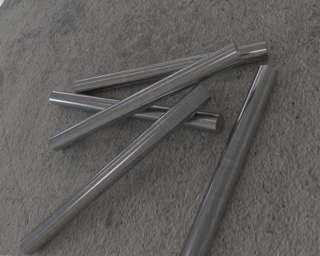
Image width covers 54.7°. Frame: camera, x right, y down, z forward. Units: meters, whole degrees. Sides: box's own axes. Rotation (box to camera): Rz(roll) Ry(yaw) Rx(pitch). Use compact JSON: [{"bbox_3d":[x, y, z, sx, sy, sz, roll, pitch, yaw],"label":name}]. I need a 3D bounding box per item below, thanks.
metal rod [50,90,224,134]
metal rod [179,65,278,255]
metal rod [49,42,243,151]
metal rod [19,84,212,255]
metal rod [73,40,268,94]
[{"bbox_3d":[-0.053,-0.028,0.449,0.300,0.025,0.025,11,67,32],"label":"metal rod"},{"bbox_3d":[0.067,0.059,0.332,0.025,0.025,0.300,15,69,34],"label":"metal rod"},{"bbox_3d":[-0.037,-0.030,0.408,0.300,0.025,0.025,-24,53,26],"label":"metal rod"},{"bbox_3d":[-0.059,0.055,0.382,0.300,0.025,0.025,-41,51,7],"label":"metal rod"},{"bbox_3d":[0.000,-0.083,0.454,0.300,0.025,0.025,-7,59,24],"label":"metal rod"}]
